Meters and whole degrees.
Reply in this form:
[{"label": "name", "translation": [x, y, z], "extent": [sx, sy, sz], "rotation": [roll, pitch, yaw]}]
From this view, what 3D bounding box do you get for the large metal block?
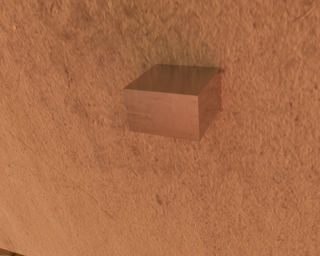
[{"label": "large metal block", "translation": [0.017, -0.032, 0.343], "extent": [0.080, 0.080, 0.050], "rotation": [8, 122, 24]}]
